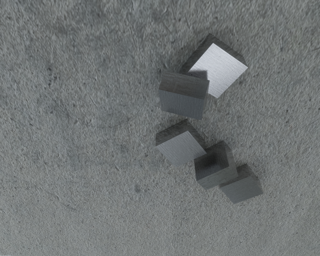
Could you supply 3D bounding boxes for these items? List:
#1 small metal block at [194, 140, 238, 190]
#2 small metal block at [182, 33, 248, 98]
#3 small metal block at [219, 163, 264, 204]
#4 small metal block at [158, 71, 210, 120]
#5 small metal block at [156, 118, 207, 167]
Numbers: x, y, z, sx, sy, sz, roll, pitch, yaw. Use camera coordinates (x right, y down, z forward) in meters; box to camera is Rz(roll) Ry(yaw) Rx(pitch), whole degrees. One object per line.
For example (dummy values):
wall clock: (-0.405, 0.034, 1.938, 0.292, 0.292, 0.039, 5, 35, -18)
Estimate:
small metal block: (0.077, 0.052, 0.436, 0.050, 0.050, 0.025, -29, 124, 22)
small metal block: (0.061, -0.069, 0.349, 0.050, 0.025, 0.050, 28, 125, -22)
small metal block: (0.126, 0.088, 0.483, 0.050, 0.025, 0.050, -27, 125, 21)
small metal block: (0.028, -0.036, 0.355, 0.050, 0.025, 0.050, 14, 158, 10)
small metal block: (0.029, 0.022, 0.426, 0.050, 0.025, 0.050, -28, 125, 21)
